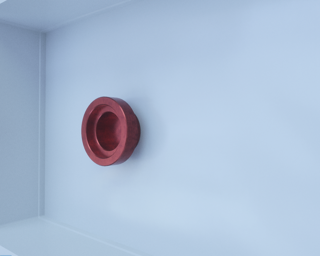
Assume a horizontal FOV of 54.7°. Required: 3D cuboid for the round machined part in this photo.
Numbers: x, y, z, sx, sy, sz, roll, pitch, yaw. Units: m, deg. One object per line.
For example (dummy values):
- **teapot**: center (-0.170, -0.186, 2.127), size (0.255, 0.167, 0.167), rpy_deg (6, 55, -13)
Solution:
- **round machined part**: center (-0.067, 0.005, 0.449), size (0.098, 0.042, 0.097), rpy_deg (0, 90, 39)
